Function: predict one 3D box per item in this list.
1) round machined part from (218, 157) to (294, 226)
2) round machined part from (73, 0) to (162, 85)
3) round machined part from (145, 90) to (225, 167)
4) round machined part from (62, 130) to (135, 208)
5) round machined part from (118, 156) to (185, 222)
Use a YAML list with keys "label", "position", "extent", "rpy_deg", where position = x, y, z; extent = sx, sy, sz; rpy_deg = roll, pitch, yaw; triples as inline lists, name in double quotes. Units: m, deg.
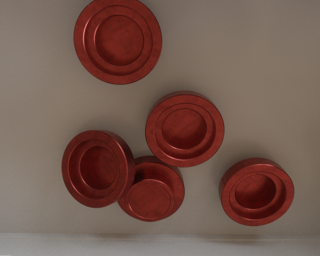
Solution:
- label: "round machined part"
  position: [0.131, 0.085, 0.436]
  extent: [0.099, 0.042, 0.097]
  rpy_deg: [0, 110, -1]
- label: "round machined part"
  position: [-0.047, -0.103, 0.364]
  extent: [0.099, 0.042, 0.097]
  rpy_deg: [0, 110, -1]
- label: "round machined part"
  position: [0.031, -0.001, 0.402]
  extent: [0.099, 0.042, 0.097]
  rpy_deg: [0, 110, -1]
- label: "round machined part"
  position: [-0.076, 0.051, 0.405]
  extent: [0.098, 0.042, 0.097]
  rpy_deg: [0, 90, 22]
- label: "round machined part"
  position: [-0.014, 0.092, 0.436]
  extent: [0.099, 0.042, 0.097]
  rpy_deg: [0, 110, -1]
